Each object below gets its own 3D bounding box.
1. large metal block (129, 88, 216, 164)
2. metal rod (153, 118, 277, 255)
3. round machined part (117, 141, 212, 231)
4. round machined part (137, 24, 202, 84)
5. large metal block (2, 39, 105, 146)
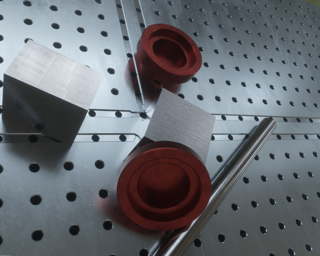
[{"bbox_3d":[0.018,0.009,0.396,0.080,0.050,0.080,28,52,-11],"label":"large metal block"},{"bbox_3d":[0.089,0.069,0.413,0.025,0.025,0.302,47,51,4],"label":"metal rod"},{"bbox_3d":[0.003,0.059,0.340,0.098,0.097,0.042,27,14,-12],"label":"round machined part"},{"bbox_3d":[0.011,-0.106,0.468,0.099,0.042,0.098,14,56,-21],"label":"round machined part"},{"bbox_3d":[-0.115,-0.034,0.331,0.080,0.080,0.050,25,53,-13],"label":"large metal block"}]
